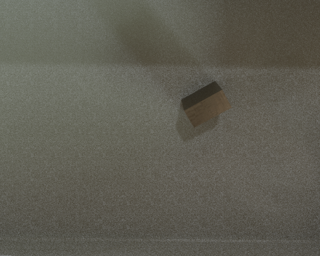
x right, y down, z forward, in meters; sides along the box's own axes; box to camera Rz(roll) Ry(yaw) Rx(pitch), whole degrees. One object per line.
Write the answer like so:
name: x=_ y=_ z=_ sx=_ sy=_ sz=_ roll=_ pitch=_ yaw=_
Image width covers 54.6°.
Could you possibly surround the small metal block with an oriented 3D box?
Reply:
small metal block: x=0.056 y=-0.031 z=0.387 sx=0.050 sy=0.050 sz=0.025 roll=-29 pitch=108 yaw=10
